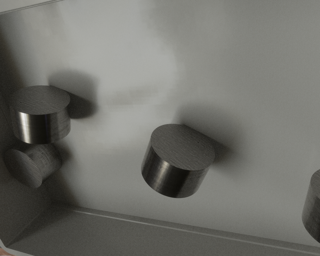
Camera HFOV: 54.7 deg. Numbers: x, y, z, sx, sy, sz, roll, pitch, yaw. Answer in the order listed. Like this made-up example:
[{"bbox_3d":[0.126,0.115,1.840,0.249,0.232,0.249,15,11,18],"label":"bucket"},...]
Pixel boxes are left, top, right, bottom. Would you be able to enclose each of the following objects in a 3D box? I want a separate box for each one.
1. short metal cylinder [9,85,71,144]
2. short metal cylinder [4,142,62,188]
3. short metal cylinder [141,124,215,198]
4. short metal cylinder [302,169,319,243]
[{"bbox_3d":[-0.171,-0.021,0.448,0.080,0.080,0.050,21,126,15],"label":"short metal cylinder"},{"bbox_3d":[-0.221,0.058,0.542,0.080,0.050,0.079,13,124,20],"label":"short metal cylinder"},{"bbox_3d":[0.021,0.039,0.385,0.080,0.080,0.050,27,128,11],"label":"short metal cylinder"},{"bbox_3d":[0.196,0.084,0.322,0.080,0.080,0.050,11,123,22],"label":"short metal cylinder"}]
